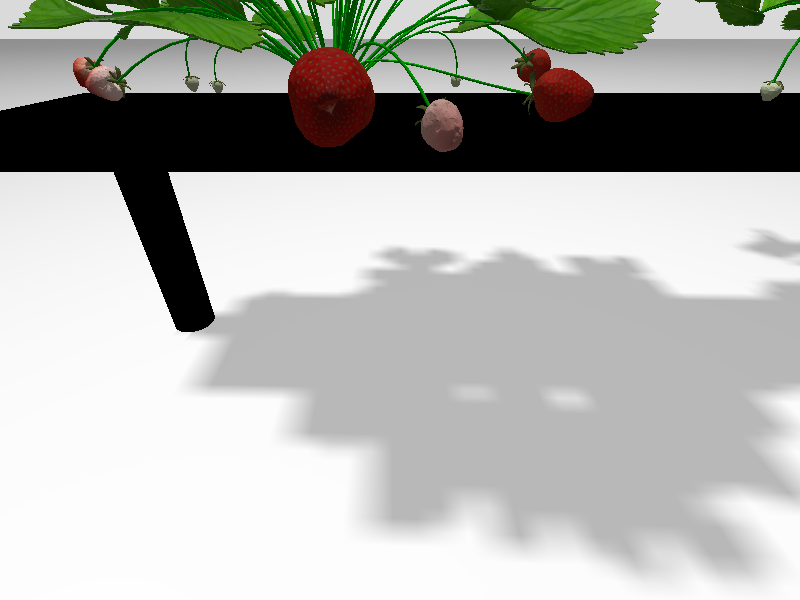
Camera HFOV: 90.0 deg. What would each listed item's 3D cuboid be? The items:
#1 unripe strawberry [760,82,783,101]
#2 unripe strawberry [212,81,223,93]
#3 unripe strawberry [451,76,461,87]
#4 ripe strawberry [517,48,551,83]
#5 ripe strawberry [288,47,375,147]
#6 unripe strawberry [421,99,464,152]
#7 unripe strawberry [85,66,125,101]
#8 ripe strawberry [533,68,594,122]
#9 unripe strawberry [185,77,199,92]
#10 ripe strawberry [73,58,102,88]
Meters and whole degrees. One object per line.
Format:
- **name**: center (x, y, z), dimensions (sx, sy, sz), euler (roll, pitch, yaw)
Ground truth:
- **unripe strawberry**: center (0.243, -0.137, 0.263), dimensions (0.010, 0.011, 0.011), euler (-11, 36, -16)
- **unripe strawberry**: center (-0.161, -0.188, 0.353), dimensions (0.010, 0.010, 0.009), euler (14, 37, 19)
- **unripe strawberry**: center (0.054, -0.212, 0.388), dimensions (0.010, 0.010, 0.011), euler (-26, 42, -33)
- **ripe strawberry**: center (0.139, -0.238, 0.409), dimensions (0.035, 0.030, 0.035), euler (0, 29, -38)
- **ripe strawberry**: center (-0.033, -0.097, 0.195), dimensions (0.042, 0.045, 0.045), euler (-4, 35, -6)
- **unripe strawberry**: center (0.020, -0.079, 0.183), dimensions (0.020, 0.021, 0.022), euler (-14, -35, -20)
- **unripe strawberry**: center (-0.230, -0.168, 0.312), dimensions (0.025, 0.024, 0.027), euler (-5, 34, 4)
- **ripe strawberry**: center (0.098, -0.122, 0.240), dimensions (0.034, 0.029, 0.034), euler (18, 38, 23)
- **unripe strawberry**: center (-0.184, -0.191, 0.355), dimensions (0.011, 0.012, 0.011), euler (12, 36, 17)
- **ripe strawberry**: center (-0.291, -0.210, 0.375), dimensions (0.028, 0.027, 0.026), euler (-15, 26, 29)
